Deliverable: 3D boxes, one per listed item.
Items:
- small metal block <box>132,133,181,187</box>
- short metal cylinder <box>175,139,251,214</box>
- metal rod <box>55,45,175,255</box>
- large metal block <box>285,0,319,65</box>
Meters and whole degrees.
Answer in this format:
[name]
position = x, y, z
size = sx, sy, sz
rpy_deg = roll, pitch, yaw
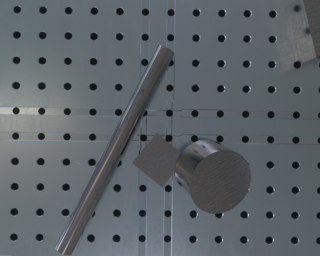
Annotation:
[small metal block]
position = -0.001, 0.042, 0.413
size = 0.050, 0.025, 0.050
rpy_deg = 39, 90, 0
[short metal cylinder]
position = 0.065, 0.059, 0.389
size = 0.081, 0.050, 0.079
rpy_deg = -4, 103, -17
[metal rod]
position = -0.060, 0.029, 0.412
size = 0.025, 0.025, 0.299
rpy_deg = 27, 90, 0
[large metal block]
position = 0.221, -0.135, 0.403
size = 0.080, 0.050, 0.080
rpy_deg = -13, 90, 0
